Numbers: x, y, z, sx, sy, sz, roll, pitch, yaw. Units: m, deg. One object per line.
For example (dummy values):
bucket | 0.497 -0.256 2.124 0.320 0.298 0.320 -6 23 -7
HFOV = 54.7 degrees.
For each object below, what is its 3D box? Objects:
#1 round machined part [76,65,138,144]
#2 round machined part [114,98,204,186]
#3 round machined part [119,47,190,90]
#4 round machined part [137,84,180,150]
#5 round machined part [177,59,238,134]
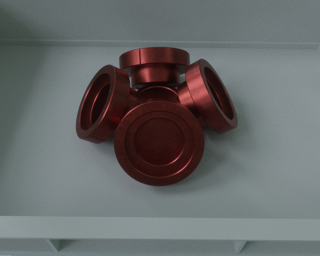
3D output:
round machined part | -0.064 -0.026 0.389 0.042 0.098 0.098 22 41 -32
round machined part | -0.001 0.013 0.356 0.099 0.097 0.042 -1 14 -1
round machined part | -0.007 -0.078 0.433 0.099 0.098 0.042 -3 88 -3
round machined part | -0.003 -0.021 0.409 0.099 0.042 0.098 0 50 0
round machined part | 0.058 -0.036 0.400 0.042 0.098 0.098 -27 45 25
